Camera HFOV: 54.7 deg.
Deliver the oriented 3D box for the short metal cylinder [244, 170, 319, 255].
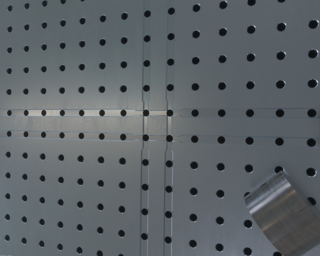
[{"bbox_3d":[0.138,0.093,0.335,0.050,0.080,0.080,-42,77,15],"label":"short metal cylinder"}]
